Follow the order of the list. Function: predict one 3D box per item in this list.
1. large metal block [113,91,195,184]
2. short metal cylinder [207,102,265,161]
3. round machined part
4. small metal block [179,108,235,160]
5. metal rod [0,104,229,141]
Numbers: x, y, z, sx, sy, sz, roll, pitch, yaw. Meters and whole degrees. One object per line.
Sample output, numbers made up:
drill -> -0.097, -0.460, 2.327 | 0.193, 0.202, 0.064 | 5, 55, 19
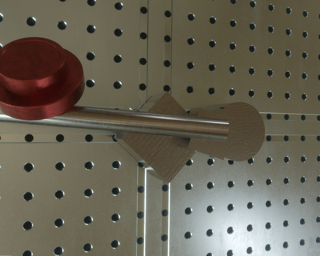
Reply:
large metal block -> 0.001, 0.011, 0.398 | 0.080, 0.050, 0.080 | 46, 76, -15
short metal cylinder -> 0.099, 0.005, 0.437 | 0.081, 0.050, 0.079 | 0, 90, -21
round machined part -> -0.132, -0.059, 0.327 | 0.099, 0.042, 0.098 | 3, 52, -4
small metal block -> 0.058, 0.007, 0.380 | 0.050, 0.025, 0.050 | 20, 83, -19
metal rod -> -0.076, -0.011, 0.339 | 0.302, 0.025, 0.025 | 5, 88, -4
